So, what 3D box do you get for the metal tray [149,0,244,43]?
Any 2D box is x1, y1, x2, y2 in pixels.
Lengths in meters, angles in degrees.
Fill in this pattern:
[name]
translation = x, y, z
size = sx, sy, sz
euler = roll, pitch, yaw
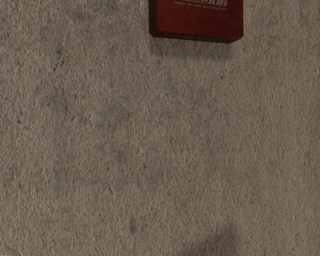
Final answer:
[metal tray]
translation = 0.051, -0.169, 0.426
size = 0.131, 0.030, 0.089
euler = -1, 91, -21
